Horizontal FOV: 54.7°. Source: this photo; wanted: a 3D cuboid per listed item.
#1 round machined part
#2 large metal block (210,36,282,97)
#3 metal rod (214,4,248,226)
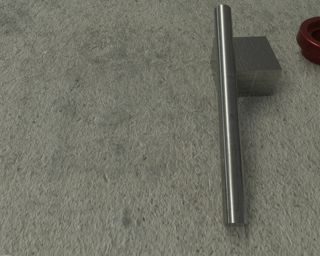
[{"bbox_3d":[0.276,-0.139,0.511,0.099,0.042,0.098,0,50,0],"label":"round machined part"},{"bbox_3d":[0.125,-0.093,0.466,0.081,0.050,0.080,-3,50,-2],"label":"large metal block"},{"bbox_3d":[0.085,-0.035,0.385,0.025,0.025,0.299,2,65,1],"label":"metal rod"}]
